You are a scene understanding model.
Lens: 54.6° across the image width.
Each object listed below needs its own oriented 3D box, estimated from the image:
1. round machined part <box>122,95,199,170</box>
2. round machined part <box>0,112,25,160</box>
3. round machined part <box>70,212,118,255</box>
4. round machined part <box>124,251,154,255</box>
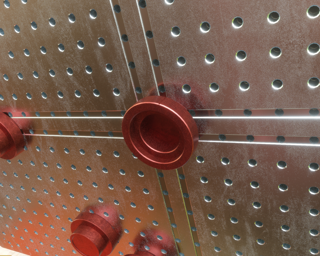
[{"bbox_3d":[0.004,0.002,0.400,0.098,0.042,0.097,13,124,21],"label":"round machined part"},{"bbox_3d":[-0.305,0.019,0.574,0.098,0.042,0.097,13,124,21],"label":"round machined part"},{"bbox_3d":[-0.135,0.216,0.606,0.098,0.042,0.097,13,124,21],"label":"round machined part"},{"bbox_3d":[-0.031,0.273,0.586,0.098,0.042,0.097,13,124,21],"label":"round machined part"}]
